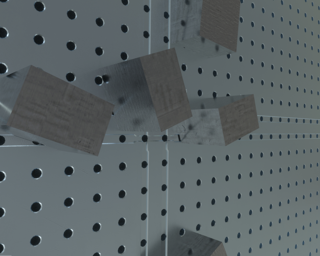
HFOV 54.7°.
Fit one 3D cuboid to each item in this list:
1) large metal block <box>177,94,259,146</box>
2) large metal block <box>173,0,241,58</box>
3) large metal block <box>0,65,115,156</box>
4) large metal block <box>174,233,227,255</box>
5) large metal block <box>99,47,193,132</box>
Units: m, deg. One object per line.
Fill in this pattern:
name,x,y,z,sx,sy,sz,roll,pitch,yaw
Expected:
large metal block,0.081,-0.013,0.444,0.081,0.080,0.050,-22,104,-38
large metal block,0.070,-0.156,0.454,0.081,0.050,0.080,9,84,-40
large metal block,-0.103,-0.012,0.288,0.080,0.080,0.050,26,74,-38
large metal block,0.058,0.214,0.445,0.081,0.050,0.080,-34,111,-35
large metal block,-0.017,-0.042,0.361,0.050,0.080,0.080,-26,107,-37
